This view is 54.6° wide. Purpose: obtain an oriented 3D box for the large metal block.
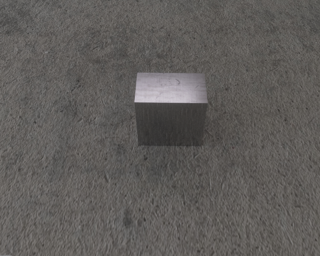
[{"bbox_3d":[0.013,-0.021,0.386,0.080,0.080,0.050,1,50,1],"label":"large metal block"}]
